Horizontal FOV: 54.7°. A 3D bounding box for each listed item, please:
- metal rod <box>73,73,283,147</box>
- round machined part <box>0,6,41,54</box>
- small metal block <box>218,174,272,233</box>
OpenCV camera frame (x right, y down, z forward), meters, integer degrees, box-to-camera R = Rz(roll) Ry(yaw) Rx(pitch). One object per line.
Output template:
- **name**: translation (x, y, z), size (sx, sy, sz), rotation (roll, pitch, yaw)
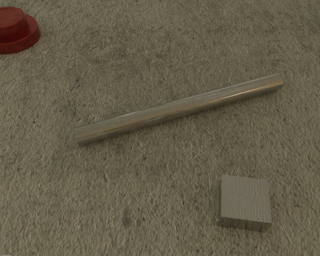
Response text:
- **metal rod**: translation (0.035, -0.029, 0.427), size (0.302, 0.025, 0.025), rotation (-16, 52, -14)
- **round machined part**: translation (-0.264, -0.174, 0.537), size (0.099, 0.042, 0.098), rotation (0, 50, 0)
- **small metal block**: translation (0.090, 0.081, 0.336), size (0.050, 0.025, 0.050), rotation (6, 50, 5)
